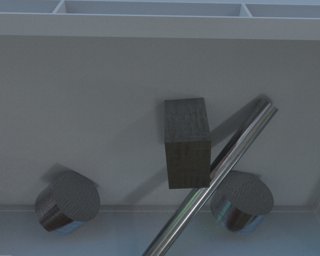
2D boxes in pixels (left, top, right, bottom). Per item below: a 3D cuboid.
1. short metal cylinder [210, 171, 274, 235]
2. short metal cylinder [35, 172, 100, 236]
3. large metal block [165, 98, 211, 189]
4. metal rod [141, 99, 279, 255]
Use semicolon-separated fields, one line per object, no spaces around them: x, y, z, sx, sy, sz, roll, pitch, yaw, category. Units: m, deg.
0.123;0.113;0.471;0.081;0.080;0.050;10;129;-9;short metal cylinder
-0.138;0.114;0.468;0.080;0.080;0.050;36;121;-27;short metal cylinder
0.034;0.019;0.389;0.050;0.080;0.079;-3;130;3;large metal block
0.053;0.090;0.414;0.025;0.025;0.299;31;101;-24;metal rod
